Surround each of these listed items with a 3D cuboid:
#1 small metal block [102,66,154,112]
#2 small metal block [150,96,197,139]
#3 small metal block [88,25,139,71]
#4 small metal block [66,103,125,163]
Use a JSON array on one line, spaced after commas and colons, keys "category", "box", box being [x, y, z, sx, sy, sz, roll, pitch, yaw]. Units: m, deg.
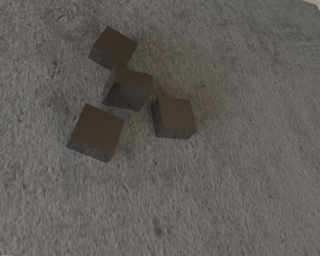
[{"category": "small metal block", "box": [-0.042, -0.049, 0.396, 0.050, 0.050, 0.025, 10, 57, -23]}, {"category": "small metal block", "box": [0.018, -0.014, 0.424, 0.050, 0.025, 0.050, 5, 60, -26]}, {"category": "small metal block", "box": [-0.065, -0.109, 0.437, 0.050, 0.025, 0.050, 29, 52, -10]}, {"category": "small metal block", "box": [-0.074, 0.006, 0.361, 0.050, 0.025, 0.050, 24, 53, -14]}]
